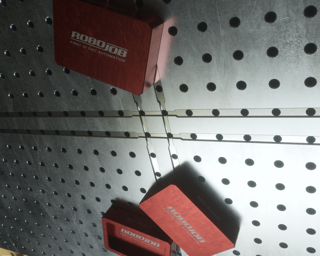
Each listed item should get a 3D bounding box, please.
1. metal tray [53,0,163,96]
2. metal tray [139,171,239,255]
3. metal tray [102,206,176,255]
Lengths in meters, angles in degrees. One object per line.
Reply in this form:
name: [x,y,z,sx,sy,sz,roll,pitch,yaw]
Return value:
metal tray: [-0.067,-0.104,0.378,0.130,0.030,0.089,22,127,14]
metal tray: [0.043,0.136,0.469,0.130,0.030,0.090,46,129,-5]
metal tray: [-0.037,0.198,0.547,0.130,0.030,0.089,15,125,19]
